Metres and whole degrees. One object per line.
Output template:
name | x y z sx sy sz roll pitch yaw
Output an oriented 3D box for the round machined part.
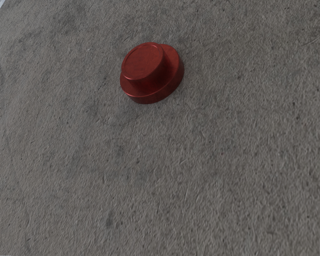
round machined part | -0.017 -0.087 0.457 0.098 0.042 0.098 -13 56 21
